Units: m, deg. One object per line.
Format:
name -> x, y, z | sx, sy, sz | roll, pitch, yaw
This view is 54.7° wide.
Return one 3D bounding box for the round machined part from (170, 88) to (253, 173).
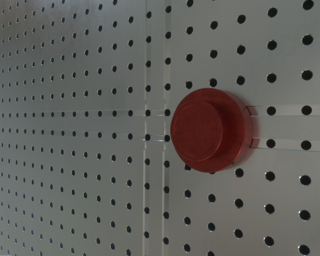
round machined part -> 0.051, 0.003, 0.355 | 0.098, 0.042, 0.097 | 0, 90, 39
